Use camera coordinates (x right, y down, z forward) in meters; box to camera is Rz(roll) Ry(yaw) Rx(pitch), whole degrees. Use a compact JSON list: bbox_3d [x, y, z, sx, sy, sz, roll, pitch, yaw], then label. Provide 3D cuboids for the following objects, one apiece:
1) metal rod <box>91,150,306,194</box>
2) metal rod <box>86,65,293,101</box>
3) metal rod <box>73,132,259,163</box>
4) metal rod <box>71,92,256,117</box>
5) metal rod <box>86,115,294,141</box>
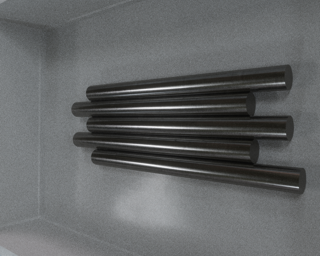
[{"bbox_3d":[0.019,0.048,0.388,0.300,0.025,0.025,1,91,39],"label":"metal rod"},{"bbox_3d":[0.009,-0.052,0.396,0.300,0.025,0.025,1,91,39],"label":"metal rod"},{"bbox_3d":[-0.017,0.022,0.417,0.300,0.025,0.025,1,91,39],"label":"metal rod"},{"bbox_3d":[-0.020,-0.028,0.420,0.300,0.025,0.025,1,91,39],"label":"metal rod"},{"bbox_3d":[0.010,-0.002,0.395,0.300,0.025,0.025,1,91,39],"label":"metal rod"}]
